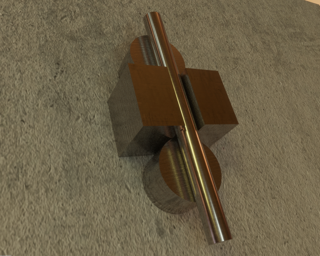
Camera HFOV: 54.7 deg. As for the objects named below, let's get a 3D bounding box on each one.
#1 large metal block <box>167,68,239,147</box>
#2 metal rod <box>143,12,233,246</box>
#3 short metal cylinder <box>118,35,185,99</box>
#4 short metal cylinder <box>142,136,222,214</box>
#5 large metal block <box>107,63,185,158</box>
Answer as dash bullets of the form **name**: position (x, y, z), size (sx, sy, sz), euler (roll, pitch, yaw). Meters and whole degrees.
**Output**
- **large metal block**: position (0.047, -0.021, 0.407), size (0.050, 0.080, 0.080), euler (-1, 62, -29)
- **metal rod**: position (0.024, -0.019, 0.365), size (0.025, 0.025, 0.299), euler (-1, 62, -29)
- **short metal cylinder**: position (-0.012, -0.082, 0.432), size (0.081, 0.050, 0.080), euler (14, 56, -21)
- **short metal cylinder**: position (0.025, 0.057, 0.369), size (0.081, 0.050, 0.080), euler (14, 56, -21)
- **large metal block**: position (-0.021, -0.019, 0.370), size (0.050, 0.080, 0.080), euler (-1, 62, -29)
